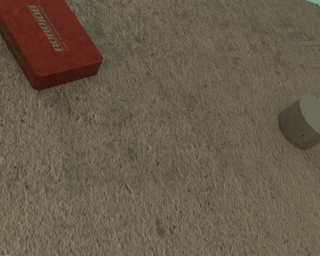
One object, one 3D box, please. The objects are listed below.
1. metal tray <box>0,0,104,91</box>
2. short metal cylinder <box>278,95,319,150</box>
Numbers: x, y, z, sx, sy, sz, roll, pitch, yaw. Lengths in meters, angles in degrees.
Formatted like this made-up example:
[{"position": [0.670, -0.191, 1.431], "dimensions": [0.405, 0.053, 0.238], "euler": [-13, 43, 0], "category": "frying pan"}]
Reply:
[{"position": [-0.144, -0.117, 0.394], "dimensions": [0.091, 0.030, 0.130], "euler": [-25, 76, -37], "category": "metal tray"}, {"position": [0.251, -0.009, 0.528], "dimensions": [0.081, 0.050, 0.080], "euler": [14, 56, -21], "category": "short metal cylinder"}]
